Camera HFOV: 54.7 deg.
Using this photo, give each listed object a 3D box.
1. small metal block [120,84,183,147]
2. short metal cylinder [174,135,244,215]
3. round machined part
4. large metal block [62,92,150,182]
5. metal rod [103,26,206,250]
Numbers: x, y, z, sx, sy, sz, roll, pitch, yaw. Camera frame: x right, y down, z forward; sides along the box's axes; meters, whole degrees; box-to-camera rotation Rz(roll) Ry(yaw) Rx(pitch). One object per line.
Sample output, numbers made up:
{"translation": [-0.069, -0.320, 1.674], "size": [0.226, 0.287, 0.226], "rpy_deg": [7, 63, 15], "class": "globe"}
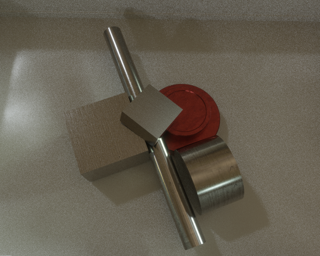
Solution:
{"translation": [-0.010, -0.015, 0.362], "size": [0.050, 0.025, 0.050], "rpy_deg": [38, 63, 5], "class": "small metal block"}
{"translation": [0.055, 0.054, 0.360], "size": [0.050, 0.080, 0.080], "rpy_deg": [-20, 72, -7], "class": "short metal cylinder"}
{"translation": [0.030, -0.015, 0.404], "size": [0.099, 0.042, 0.098], "rpy_deg": [0, 70, -1], "class": "round machined part"}
{"translation": [-0.065, 0.012, 0.387], "size": [0.081, 0.050, 0.080], "rpy_deg": [-19, 71, -7], "class": "large metal block"}
{"translation": [-0.014, -0.002, 0.386], "size": [0.025, 0.025, 0.299], "rpy_deg": [-20, 71, -7], "class": "metal rod"}
